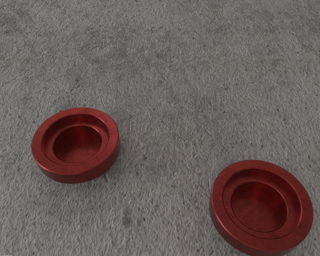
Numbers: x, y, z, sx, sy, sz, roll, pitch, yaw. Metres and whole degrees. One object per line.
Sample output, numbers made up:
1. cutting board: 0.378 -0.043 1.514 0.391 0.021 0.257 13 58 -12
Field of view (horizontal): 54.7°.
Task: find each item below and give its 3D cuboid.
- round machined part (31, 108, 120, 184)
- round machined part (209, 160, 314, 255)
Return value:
1. round machined part: -0.097 0.024 0.371 0.099 0.042 0.098 0 50 0
2. round machined part: 0.100 0.085 0.321 0.099 0.042 0.098 0 50 0
